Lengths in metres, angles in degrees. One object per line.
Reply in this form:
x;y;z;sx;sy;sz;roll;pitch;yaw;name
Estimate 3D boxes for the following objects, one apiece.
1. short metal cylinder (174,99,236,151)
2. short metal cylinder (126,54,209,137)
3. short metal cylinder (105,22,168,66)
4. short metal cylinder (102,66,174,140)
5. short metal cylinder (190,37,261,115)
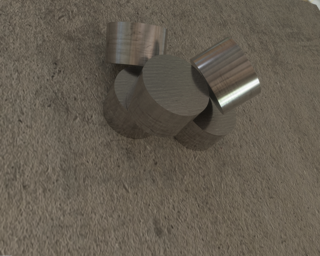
0.057;-0.014;0.430;0.081;0.050;0.080;14;56;-21;short metal cylinder
0.008;-0.036;0.352;0.081;0.050;0.080;14;56;-21;short metal cylinder
-0.032;-0.108;0.412;0.081;0.080;0.050;0;101;-29;short metal cylinder
-0.027;-0.032;0.395;0.081;0.050;0.080;14;56;-21;short metal cylinder
0.079;-0.063;0.380;0.050;0.080;0.080;-31;75;6;short metal cylinder
